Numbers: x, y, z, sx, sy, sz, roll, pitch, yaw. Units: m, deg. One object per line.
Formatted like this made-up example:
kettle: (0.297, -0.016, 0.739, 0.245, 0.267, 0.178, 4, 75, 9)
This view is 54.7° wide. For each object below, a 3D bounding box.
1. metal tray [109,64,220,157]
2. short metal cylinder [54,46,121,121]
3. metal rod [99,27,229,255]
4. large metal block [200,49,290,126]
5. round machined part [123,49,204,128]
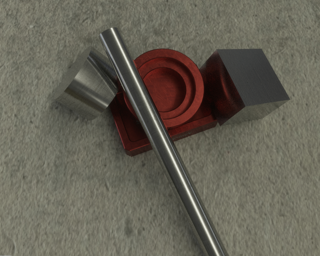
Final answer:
metal tray: (0.003, -0.026, 0.416, 0.131, 0.030, 0.090, -19, 71, -8)
short metal cylinder: (-0.089, -0.056, 0.393, 0.050, 0.080, 0.080, 35, 69, -26)
metal rod: (0.006, 0.026, 0.354, 0.025, 0.025, 0.299, -26, 89, -9)
large metal block: (0.105, -0.054, 0.399, 0.081, 0.050, 0.080, -10, 68, -32)
round machined part: (0.003, -0.046, 0.392, 0.099, 0.042, 0.097, 0, 85, -5)
